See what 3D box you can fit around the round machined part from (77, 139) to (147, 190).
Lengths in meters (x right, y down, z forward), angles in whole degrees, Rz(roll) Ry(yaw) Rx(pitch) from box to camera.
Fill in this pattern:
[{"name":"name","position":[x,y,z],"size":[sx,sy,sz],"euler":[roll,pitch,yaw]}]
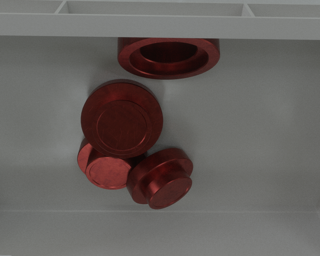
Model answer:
[{"name":"round machined part","position":[-0.068,0.051,0.440],"size":[0.099,0.042,0.097],"euler":[0,130,0]}]

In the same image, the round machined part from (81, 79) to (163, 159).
[{"name":"round machined part","position":[-0.045,-0.007,0.372],"size":[0.099,0.042,0.097],"euler":[-2,111,-5]}]

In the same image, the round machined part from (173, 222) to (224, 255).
[{"name":"round machined part","position":[0.074,0.226,0.593],"size":[0.099,0.042,0.097],"euler":[0,130,0]}]

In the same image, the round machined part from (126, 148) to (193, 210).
[{"name":"round machined part","position":[0.006,0.077,0.436],"size":[0.099,0.042,0.097],"euler":[-23,143,-18]}]

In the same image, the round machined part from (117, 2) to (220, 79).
[{"name":"round machined part","position":[0.008,-0.085,0.305],"size":[0.099,0.042,0.098],"euler":[-1,167,0]}]
